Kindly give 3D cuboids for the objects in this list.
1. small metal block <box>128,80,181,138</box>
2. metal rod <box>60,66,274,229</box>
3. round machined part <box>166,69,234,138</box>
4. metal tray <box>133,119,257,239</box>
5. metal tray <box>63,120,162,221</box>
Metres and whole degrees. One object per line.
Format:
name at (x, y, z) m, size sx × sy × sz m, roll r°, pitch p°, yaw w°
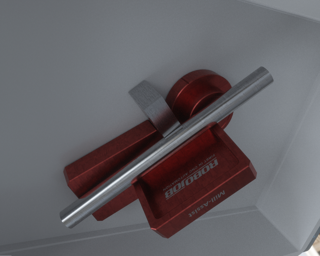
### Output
small metal block at (-0.007, -0.024, 0.374) m, size 0.025 × 0.050 × 0.050 m, roll -38°, pitch 130°, yaw -3°
metal rod at (0.008, 0.024, 0.376) m, size 0.301 × 0.025 × 0.025 m, roll -36°, pitch 130°, yaw 1°
round machined part at (0.059, -0.025, 0.414) m, size 0.099 × 0.042 × 0.097 m, roll -14°, pitch 125°, yaw -21°
metal tray at (0.036, 0.057, 0.372) m, size 0.130 × 0.090 × 0.030 m, roll -35°, pitch 132°, yaw 3°
metal tray at (-0.048, 0.058, 0.415) m, size 0.131 × 0.030 × 0.090 m, roll -31°, pitch 129°, yaw -9°
